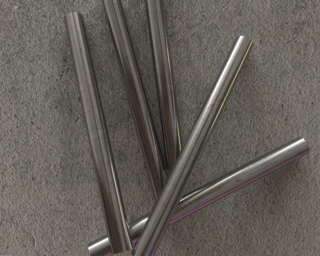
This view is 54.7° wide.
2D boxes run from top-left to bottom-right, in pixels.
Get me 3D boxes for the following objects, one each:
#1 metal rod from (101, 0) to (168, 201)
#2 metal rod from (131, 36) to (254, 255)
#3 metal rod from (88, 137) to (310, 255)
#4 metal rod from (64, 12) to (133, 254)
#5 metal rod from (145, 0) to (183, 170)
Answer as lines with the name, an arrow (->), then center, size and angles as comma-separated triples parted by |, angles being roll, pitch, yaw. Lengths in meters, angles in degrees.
metal rod -> -0.027, -0.029, 0.409 | 0.025, 0.025, 0.298 | -15, 90, 0
metal rod -> 0.045, 0.016, 0.379 | 0.025, 0.025, 0.300 | 27, 78, 0
metal rod -> 0.055, 0.086, 0.391 | 0.302, 0.025, 0.025 | -25, 90, -8
metal rod -> -0.078, -0.004, 0.379 | 0.025, 0.025, 0.299 | -14, 78, 0
metal rod -> 0.002, -0.095, 0.409 | 0.025, 0.025, 0.298 | -8, 90, 0
